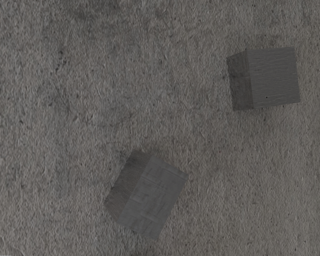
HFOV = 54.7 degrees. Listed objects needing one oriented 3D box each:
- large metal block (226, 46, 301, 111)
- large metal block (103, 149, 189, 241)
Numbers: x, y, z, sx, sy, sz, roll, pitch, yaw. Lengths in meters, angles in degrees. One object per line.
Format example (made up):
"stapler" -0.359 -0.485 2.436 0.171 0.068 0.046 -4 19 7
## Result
"large metal block" 0.150 -0.071 0.451 0.081 0.050 0.080 -9 93 -20
"large metal block" -0.020 0.075 0.372 0.050 0.080 0.080 31 80 -18
